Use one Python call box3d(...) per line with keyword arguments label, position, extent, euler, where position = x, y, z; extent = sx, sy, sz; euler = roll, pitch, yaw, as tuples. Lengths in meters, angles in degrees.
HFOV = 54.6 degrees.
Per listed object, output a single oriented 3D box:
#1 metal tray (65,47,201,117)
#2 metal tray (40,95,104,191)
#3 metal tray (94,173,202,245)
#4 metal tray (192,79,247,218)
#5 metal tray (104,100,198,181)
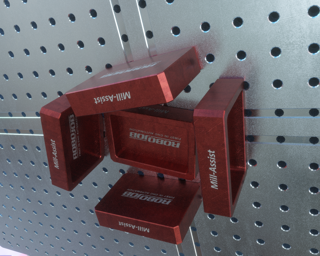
box3d(label="metal tray", position=(-0.030, -0.052, 0.353), extent=(0.130, 0.090, 0.030), euler=(-6, 115, 31))
box3d(label="metal tray", position=(-0.119, 0.013, 0.441), extent=(0.030, 0.090, 0.129), euler=(17, 125, 19))
box3d(label="metal tray", position=(-0.015, 0.110, 0.446), extent=(0.130, 0.090, 0.030), euler=(4, 120, 26))
box3d(label="metal tray", position=(0.071, 0.021, 0.344), extent=(0.030, 0.090, 0.129), euler=(4, 120, 26))
box3d(label="metal tray", position=(-0.009, 0.015, 0.421), extent=(0.130, 0.030, 0.089), euler=(11, 123, 22))
